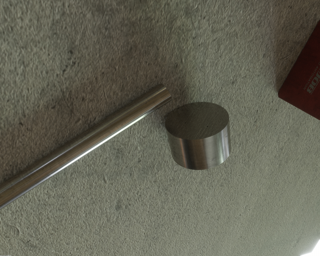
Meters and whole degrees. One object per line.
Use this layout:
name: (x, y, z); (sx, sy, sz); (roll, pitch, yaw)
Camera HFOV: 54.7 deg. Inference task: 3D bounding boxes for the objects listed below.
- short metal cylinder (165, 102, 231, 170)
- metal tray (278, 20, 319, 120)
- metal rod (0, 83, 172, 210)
short metal cylinder: (0.051, 0.009, 0.404); (0.081, 0.080, 0.050); (-23, 127, -14)
metal tray: (0.240, -0.083, 0.444); (0.030, 0.090, 0.129); (12, 112, -33)
metal rod: (-0.117, 0.037, 0.365); (0.301, 0.025, 0.025); (-33, 129, -7)
